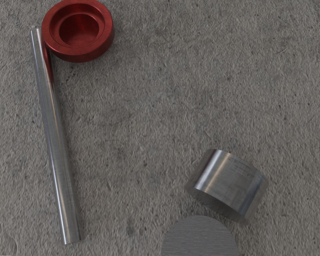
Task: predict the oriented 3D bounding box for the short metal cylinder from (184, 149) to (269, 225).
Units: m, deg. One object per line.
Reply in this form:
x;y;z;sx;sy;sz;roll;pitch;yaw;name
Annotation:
0.075;0.067;0.355;0.080;0.080;0.050;30;73;10;short metal cylinder

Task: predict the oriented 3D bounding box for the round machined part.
-0.115;-0.136;0.448;0.099;0.042;0.098;0;70;0;round machined part

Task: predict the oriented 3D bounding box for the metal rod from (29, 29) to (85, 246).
-0.140;-0.003;0.407;0.025;0.025;0.299;-15;71;-5;metal rod

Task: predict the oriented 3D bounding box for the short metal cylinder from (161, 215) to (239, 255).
0.041;0.140;0.344;0.081;0.050;0.080;0;70;0;short metal cylinder
